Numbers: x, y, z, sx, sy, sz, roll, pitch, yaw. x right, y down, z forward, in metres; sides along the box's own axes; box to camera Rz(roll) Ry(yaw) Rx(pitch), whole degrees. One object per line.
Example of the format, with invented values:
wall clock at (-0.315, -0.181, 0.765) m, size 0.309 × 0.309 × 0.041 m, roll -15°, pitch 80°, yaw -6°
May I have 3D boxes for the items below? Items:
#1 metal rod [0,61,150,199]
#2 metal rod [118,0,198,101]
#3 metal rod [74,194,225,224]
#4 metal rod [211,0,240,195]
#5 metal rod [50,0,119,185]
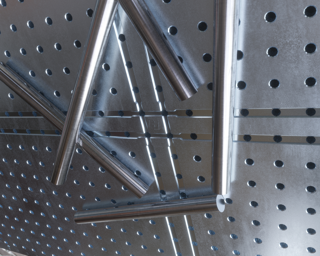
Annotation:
metal rod at (-0.138, 0.004, 0.484) m, size 0.300 × 0.025 × 0.025 m, roll 41°, pitch 129°, yaw 0°
metal rod at (-0.045, -0.161, 0.334) m, size 0.025 × 0.025 × 0.299 m, roll -23°, pitch 106°, yaw 36°
metal rod at (-0.036, 0.138, 0.513) m, size 0.300 × 0.025 × 0.025 m, roll -16°, pitch 110°, yaw 34°
metal rod at (0.071, -0.047, 0.343) m, size 0.025 × 0.025 × 0.298 m, roll 9°, pitch 123°, yaw 23°
metal rod at (-0.111, -0.033, 0.425) m, size 0.025 × 0.025 × 0.298 m, roll 30°, pitch 121°, yaw 8°
